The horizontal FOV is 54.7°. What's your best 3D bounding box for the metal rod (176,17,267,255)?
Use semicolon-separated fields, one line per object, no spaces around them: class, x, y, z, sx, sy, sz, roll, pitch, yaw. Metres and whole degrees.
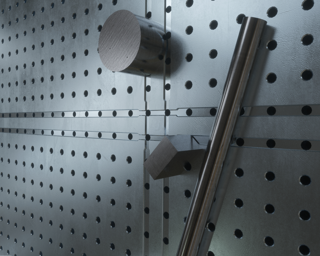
metal rod;0.065;0.028;0.354;0.025;0.025;0.298;23;104;37

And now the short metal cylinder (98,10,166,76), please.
short metal cylinder;-0.038;-0.114;0.423;0.080;0.050;0.079;0;90;39

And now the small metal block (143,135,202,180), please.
small metal block;0.016;0.035;0.378;0.025;0.050;0.050;52;120;27
